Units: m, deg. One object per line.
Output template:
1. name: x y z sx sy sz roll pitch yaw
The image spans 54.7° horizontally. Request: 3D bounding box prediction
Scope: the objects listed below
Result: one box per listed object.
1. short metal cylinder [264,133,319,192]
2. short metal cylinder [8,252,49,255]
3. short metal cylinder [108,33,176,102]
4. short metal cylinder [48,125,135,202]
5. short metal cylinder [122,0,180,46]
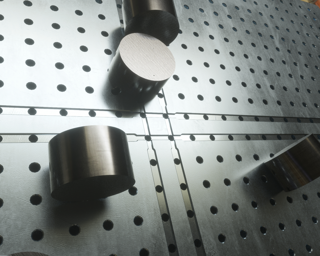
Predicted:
1. short metal cylinder: 0.201 0.050 0.450 0.081 0.080 0.050 -23 75 -36
2. short metal cylinder: -0.112 0.144 0.244 0.081 0.050 0.080 14 56 -21
3. short metal cylinder: -0.026 -0.084 0.429 0.081 0.050 0.080 13 56 -21
4. short metal cylinder: -0.069 0.038 0.312 0.081 0.080 0.050 1 62 -28
5. short metal cylinder: -0.015 -0.163 0.464 0.081 0.080 0.050 5 60 -26
